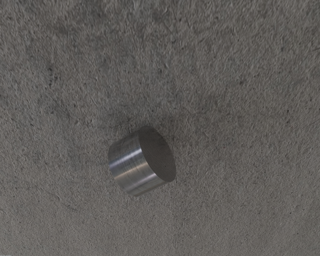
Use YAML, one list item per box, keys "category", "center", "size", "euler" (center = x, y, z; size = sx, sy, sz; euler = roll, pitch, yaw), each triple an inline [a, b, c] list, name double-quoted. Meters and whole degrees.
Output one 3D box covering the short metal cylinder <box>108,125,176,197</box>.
- category: "short metal cylinder"
  center: [-0.022, 0.043, 0.408]
  size: [0.050, 0.080, 0.080]
  euler: [-29, 124, 22]
